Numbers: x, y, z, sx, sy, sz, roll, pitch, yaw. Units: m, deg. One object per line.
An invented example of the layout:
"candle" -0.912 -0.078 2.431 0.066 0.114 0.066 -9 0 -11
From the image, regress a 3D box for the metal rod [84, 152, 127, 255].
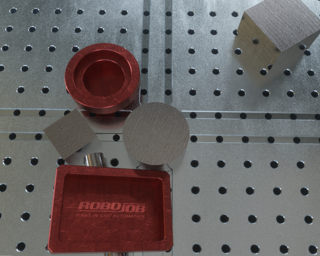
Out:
"metal rod" -0.044 0.171 0.348 0.025 0.025 0.299 -15 71 -6

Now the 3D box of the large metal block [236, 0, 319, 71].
"large metal block" 0.173 -0.144 0.453 0.080 0.050 0.080 -31 73 -11

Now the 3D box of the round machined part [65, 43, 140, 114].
"round machined part" -0.076 -0.064 0.425 0.099 0.042 0.098 0 70 -1

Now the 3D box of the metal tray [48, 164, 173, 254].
"metal tray" -0.053 0.092 0.349 0.131 0.030 0.090 6 64 -18

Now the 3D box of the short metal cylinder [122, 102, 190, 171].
"short metal cylinder" -0.005 0.014 0.393 0.081 0.050 0.080 0 70 0

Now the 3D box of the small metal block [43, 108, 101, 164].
"small metal block" -0.115 0.011 0.406 0.050 0.025 0.050 -36 74 -13
